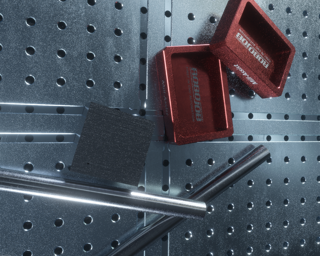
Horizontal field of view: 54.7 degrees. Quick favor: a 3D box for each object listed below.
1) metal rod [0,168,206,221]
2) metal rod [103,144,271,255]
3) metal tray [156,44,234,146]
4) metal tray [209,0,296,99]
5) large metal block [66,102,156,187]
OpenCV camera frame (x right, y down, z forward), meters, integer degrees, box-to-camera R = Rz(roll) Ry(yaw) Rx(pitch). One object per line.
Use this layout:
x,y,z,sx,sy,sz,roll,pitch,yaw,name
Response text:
-0.088,0.077,0.366,0.302,0.025,0.025,13,86,-15,metal rod
0.036,0.110,0.427,0.302,0.025,0.025,-31,101,-18,metal rod
0.049,-0.047,0.429,0.091,0.030,0.129,-9,93,-20,metal tray
0.136,-0.113,0.441,0.130,0.030,0.090,33,70,-29,metal tray
-0.060,0.020,0.378,0.081,0.050,0.080,18,84,-20,large metal block
